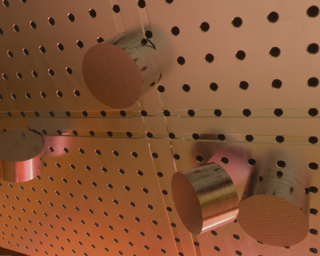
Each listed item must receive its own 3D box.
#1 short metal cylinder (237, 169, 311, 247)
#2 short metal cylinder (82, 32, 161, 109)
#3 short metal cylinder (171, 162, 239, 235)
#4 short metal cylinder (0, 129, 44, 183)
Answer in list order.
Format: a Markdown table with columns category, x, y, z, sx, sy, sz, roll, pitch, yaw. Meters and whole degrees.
| category | x | y | z | sx | sy | sz | roll | pitch | yaw |
| --- | --- | --- | --- | --- | --- | --- | --- | --- | --- |
| short metal cylinder | 0.140 | 0.098 | 0.381 | 0.080 | 0.050 | 0.079 | 13 | 124 | 21 |
| short metal cylinder | -0.046 | -0.070 | 0.376 | 0.080 | 0.050 | 0.079 | 13 | 124 | 21 |
| short metal cylinder | 0.055 | 0.088 | 0.395 | 0.080 | 0.050 | 0.080 | 167 | 90 | -68 |
| short metal cylinder | -0.242 | 0.047 | 0.532 | 0.080 | 0.080 | 0.050 | 26 | 128 | 12 |
